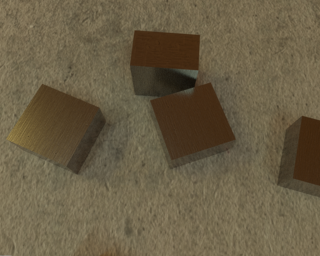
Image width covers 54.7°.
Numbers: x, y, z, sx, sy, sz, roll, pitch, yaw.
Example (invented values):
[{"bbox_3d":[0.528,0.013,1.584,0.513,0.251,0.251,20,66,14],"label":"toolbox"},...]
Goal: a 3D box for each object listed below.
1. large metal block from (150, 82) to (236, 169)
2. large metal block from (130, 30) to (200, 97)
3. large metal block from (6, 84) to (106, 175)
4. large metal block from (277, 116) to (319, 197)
[{"bbox_3d":[0.039,-0.002,0.396,0.081,0.050,0.080,-17,71,-7],"label":"large metal block"},{"bbox_3d":[0.007,-0.080,0.408,0.081,0.080,0.050,4,70,1],"label":"large metal block"},{"bbox_3d":[-0.127,0.002,0.392,0.080,0.050,0.080,23,71,7],"label":"large metal block"},{"bbox_3d":[0.200,0.040,0.383,0.080,0.050,0.080,15,71,5],"label":"large metal block"}]
